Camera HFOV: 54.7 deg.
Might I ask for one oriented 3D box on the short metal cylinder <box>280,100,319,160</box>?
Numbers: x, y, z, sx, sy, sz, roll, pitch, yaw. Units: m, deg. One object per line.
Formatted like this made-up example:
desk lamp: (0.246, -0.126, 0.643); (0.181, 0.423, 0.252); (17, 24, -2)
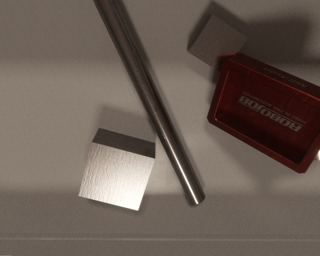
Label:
short metal cylinder: (0.193, -0.002, 0.384); (0.080, 0.080, 0.050); (-18, 109, 6)

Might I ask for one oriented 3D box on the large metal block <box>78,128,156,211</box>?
large metal block: (-0.056, 0.055, 0.417); (0.080, 0.050, 0.079); (16, 109, -6)

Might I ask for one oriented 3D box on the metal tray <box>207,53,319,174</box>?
metal tray: (0.124, -0.018, 0.352); (0.130, 0.030, 0.089); (32, 132, 26)

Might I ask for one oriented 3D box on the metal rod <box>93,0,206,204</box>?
metal rod: (-0.006, -0.025, 0.401); (0.025, 0.025, 0.299); (-23, 109, 8)

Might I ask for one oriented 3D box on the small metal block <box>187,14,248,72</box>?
small metal block: (0.068, -0.101, 0.375); (0.050, 0.025, 0.050); (30, 107, -11)
